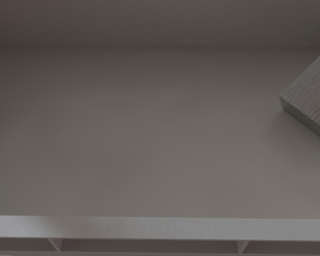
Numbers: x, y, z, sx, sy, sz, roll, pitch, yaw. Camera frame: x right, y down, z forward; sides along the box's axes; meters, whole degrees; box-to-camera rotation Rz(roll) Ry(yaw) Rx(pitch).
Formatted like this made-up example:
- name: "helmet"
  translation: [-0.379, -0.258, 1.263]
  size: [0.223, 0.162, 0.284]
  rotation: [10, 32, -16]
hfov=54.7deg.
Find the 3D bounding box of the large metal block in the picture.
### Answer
- name: "large metal block"
  translation: [0.217, -0.038, 0.399]
  size: [0.080, 0.050, 0.080]
  rotation: [-46, 58, 5]
